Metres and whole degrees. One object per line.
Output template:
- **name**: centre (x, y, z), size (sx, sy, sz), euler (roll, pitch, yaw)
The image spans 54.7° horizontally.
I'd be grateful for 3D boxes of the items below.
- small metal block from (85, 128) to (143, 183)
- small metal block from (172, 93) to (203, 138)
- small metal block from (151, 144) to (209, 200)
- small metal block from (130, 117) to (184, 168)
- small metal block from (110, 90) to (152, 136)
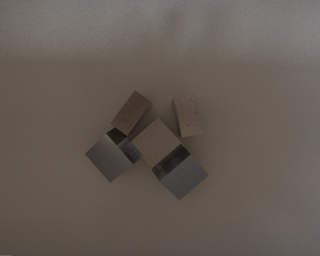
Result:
- **small metal block**: centre (-0.060, 0.034, 0.398), size (0.050, 0.025, 0.050), euler (49, 123, -1)
- **small metal block**: centre (0.033, -0.015, 0.397), size (0.025, 0.050, 0.050), euler (-11, 90, -1)
- **small metal block**: centre (0.026, 0.057, 0.397), size (0.050, 0.025, 0.050), euler (-41, 127, -1)
- **small metal block**: centre (-0.004, 0.021, 0.409), size (0.050, 0.025, 0.050), euler (-42, 91, 0)
- **small metal block**: centre (-0.035, -0.018, 0.396), size (0.025, 0.050, 0.050), euler (37, 90, 0)
